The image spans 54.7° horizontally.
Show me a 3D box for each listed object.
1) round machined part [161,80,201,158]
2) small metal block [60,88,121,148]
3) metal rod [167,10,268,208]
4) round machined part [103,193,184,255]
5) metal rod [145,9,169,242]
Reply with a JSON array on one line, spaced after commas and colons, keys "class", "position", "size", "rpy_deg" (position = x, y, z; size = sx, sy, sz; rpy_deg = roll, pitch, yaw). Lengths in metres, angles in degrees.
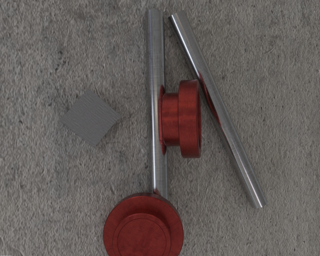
[{"class": "round machined part", "position": [0.028, -0.011, 0.389], "size": [0.042, 0.098, 0.097], "rpy_deg": [-2, 91, 10]}, {"class": "small metal block", "position": [-0.085, -0.012, 0.378], "size": [0.050, 0.025, 0.050], "rpy_deg": [42, 77, -15]}, {"class": "metal rod", "position": [0.085, -0.020, 0.440], "size": [0.025, 0.025, 0.299], "rpy_deg": [-29, 100, -18]}, {"class": "round machined part", "position": [-0.020, 0.131, 0.376], "size": [0.099, 0.042, 0.097], "rpy_deg": [0, 91, 1]}, {"class": "metal rod", "position": [-0.003, -0.002, 0.408], "size": [0.025, 0.025, 0.298], "rpy_deg": [-2, 91, -20]}]
